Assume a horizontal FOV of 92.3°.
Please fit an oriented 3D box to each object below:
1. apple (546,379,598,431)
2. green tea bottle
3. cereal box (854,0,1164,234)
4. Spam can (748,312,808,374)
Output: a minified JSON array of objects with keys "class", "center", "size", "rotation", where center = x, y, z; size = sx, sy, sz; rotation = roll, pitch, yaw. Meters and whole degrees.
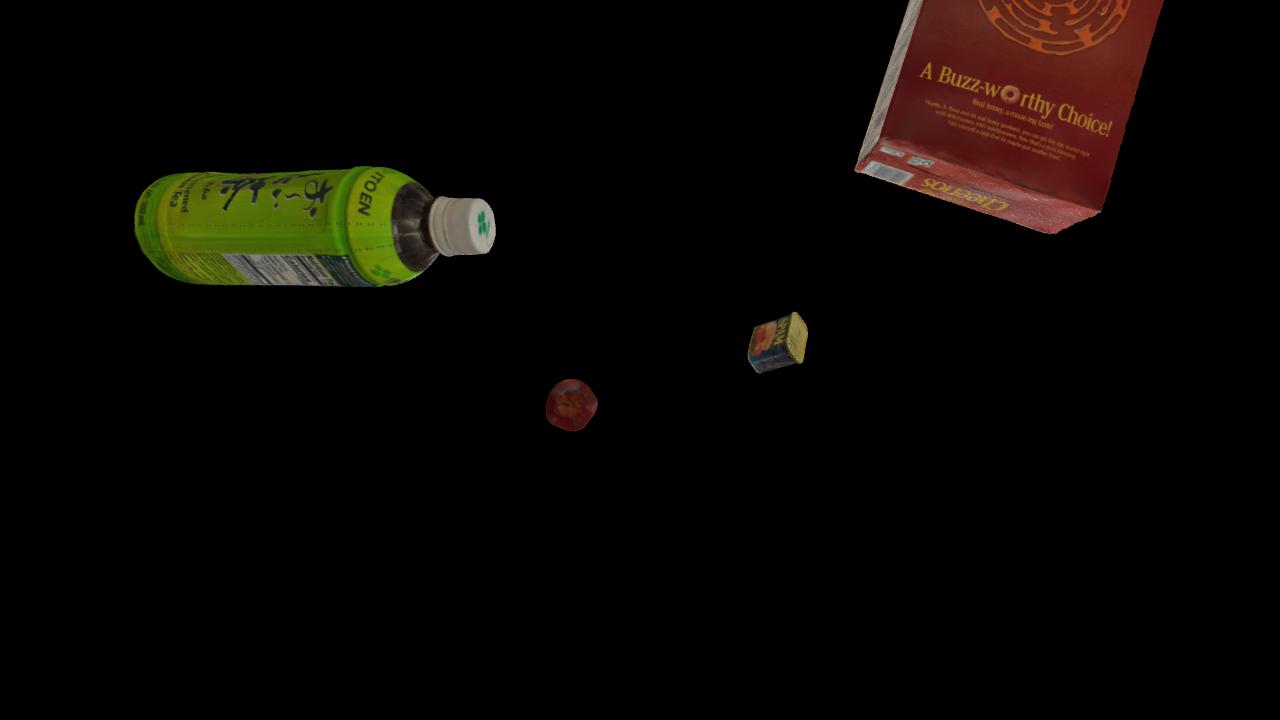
[{"class":"apple","center":[-0.104,0.068,0.916],"size":[0.079,0.079,0.093],"rotation":[0,-1,-2]},{"class":"green tea bottle","center":[-0.187,-0.077,0.364],"size":[0.212,0.073,0.073],"rotation":[4,1,13]},{"class":"cereal box","center":[0.348,-0.295,0.570],"size":[0.203,0.306,0.081],"rotation":[18,-5,2]},{"class":"Spam can","center":[0.248,-0.030,1.112],"size":[0.085,0.101,0.058],"rotation":[-20,-57,39]}]
